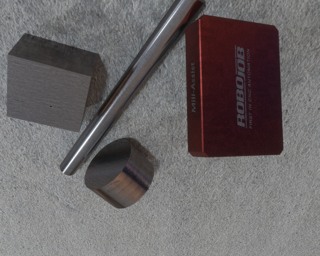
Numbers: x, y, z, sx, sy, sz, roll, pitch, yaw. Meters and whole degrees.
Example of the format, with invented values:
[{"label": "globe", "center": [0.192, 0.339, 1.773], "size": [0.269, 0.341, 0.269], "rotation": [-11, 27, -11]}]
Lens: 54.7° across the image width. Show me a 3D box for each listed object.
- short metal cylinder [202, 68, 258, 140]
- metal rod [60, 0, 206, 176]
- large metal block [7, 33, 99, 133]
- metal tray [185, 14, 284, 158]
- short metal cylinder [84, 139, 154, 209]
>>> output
[{"label": "short metal cylinder", "center": [0.071, -0.027, 0.349], "size": [0.050, 0.080, 0.079], "rotation": [4, 130, -3]}, {"label": "metal rod", "center": [-0.051, -0.034, 0.377], "size": [0.025, 0.025, 0.298], "rotation": [28, 125, -22]}, {"label": "large metal block", "center": [-0.120, -0.049, 0.348], "size": [0.081, 0.050, 0.079], "rotation": [14, 129, -12]}, {"label": "metal tray", "center": [0.073, -0.038, 0.304], "size": [0.091, 0.129, 0.030], "rotation": [0, 176, -21]}, {"label": "short metal cylinder", "center": [-0.055, 0.062, 0.423], "size": [0.080, 0.080, 0.050], "rotation": [-28, 125, 22]}]
